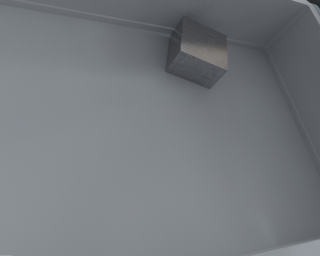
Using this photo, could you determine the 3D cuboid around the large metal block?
[{"bbox_3d":[0.059,-0.119,0.494,0.081,0.050,0.080,18,55,-18],"label":"large metal block"}]
